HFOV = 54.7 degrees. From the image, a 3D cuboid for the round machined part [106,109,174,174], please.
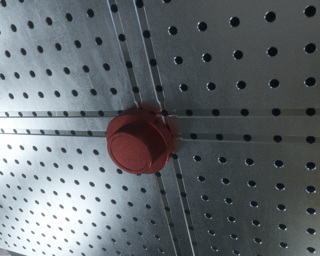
[{"bbox_3d":[-0.034,0.025,0.432,0.098,0.042,0.097,13,124,20],"label":"round machined part"}]
